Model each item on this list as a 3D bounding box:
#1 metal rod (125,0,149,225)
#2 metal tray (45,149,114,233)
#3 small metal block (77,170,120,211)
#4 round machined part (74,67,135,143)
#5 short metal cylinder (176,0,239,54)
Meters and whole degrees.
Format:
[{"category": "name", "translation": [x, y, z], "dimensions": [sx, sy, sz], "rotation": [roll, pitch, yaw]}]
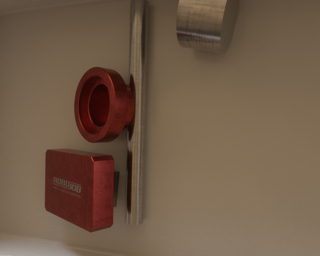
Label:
[{"category": "metal rod", "translation": [-0.031, -0.021, 0.420], "dimensions": [0.025, 0.025, 0.298], "rotation": [2, 91, 19]}, {"category": "metal tray", "translation": [-0.112, 0.077, 0.417], "dimensions": [0.130, 0.030, 0.089], "rotation": [2, 91, 46]}, {"category": "small metal block", "translation": [-0.085, 0.083, 0.423], "dimensions": [0.025, 0.050, 0.050], "rotation": [8, 93, 48]}, {"category": "round machined part", "translation": [-0.071, -0.029, 0.412], "dimensions": [0.098, 0.042, 0.097], "rotation": [-1, 89, 46]}, {"category": "short metal cylinder", "translation": [0.057, -0.131, 0.361], "dimensions": [0.050, 0.080, 0.079], "rotation": [15, 95, 19]}]
